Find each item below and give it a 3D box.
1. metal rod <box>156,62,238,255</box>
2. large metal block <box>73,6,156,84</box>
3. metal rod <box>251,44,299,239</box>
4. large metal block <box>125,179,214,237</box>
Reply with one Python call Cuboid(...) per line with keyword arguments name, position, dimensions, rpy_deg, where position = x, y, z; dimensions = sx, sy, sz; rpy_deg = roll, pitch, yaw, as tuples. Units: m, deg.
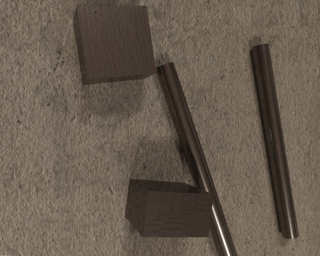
Cuboid(name="metal rod", position=(0.055, 0.056, 0.430), dimensions=(0.025, 0.025, 0.298), rpy_deg=(-22, 98, -19))
Cuboid(name="large metal block", position=(-0.056, -0.099, 0.376), dimensions=(0.081, 0.050, 0.079), rpy_deg=(-9, 93, -20))
Cuboid(name="metal rod", position=(0.178, 0.022, 0.476), dimensions=(0.025, 0.025, 0.298), rpy_deg=(-12, 94, -20))
Cuboid(name="large metal block", position=(0.008, 0.097, 0.384), dimensions=(0.081, 0.080, 0.050), rpy_deg=(8, 88, -20))
